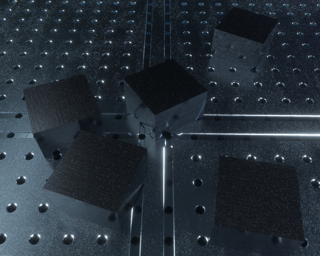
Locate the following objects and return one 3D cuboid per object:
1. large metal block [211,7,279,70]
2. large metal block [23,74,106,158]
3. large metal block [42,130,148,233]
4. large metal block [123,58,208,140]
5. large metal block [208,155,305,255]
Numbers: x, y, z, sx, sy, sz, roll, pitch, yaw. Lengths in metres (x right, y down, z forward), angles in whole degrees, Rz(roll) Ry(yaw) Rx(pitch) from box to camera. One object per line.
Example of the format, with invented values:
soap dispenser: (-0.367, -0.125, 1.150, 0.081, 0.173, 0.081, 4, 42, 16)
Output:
large metal block: (0.142, -0.153, 0.522, 0.080, 0.050, 0.080, 25, 54, 19)
large metal block: (-0.124, -0.018, 0.405, 0.081, 0.050, 0.080, -18, 53, -15)
large metal block: (-0.066, 0.057, 0.343, 0.080, 0.050, 0.080, 15, 52, 12)
large metal block: (0.006, -0.042, 0.426, 0.081, 0.050, 0.080, -26, 55, -21)
large metal block: (0.097, 0.081, 0.325, 0.080, 0.050, 0.080, 8, 50, 6)
